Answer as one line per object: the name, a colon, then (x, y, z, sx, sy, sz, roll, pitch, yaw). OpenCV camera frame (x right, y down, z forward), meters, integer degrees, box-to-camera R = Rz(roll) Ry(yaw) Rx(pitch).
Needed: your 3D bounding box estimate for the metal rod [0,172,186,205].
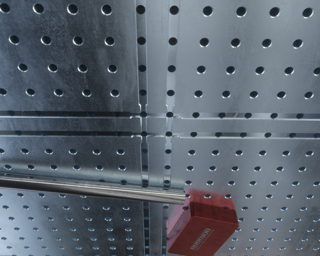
metal rod: (-0.110, 0.097, 0.492, 0.302, 0.025, 0.025, 7, 130, -6)

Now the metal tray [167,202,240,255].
metal tray: (0.076, 0.193, 0.573, 0.091, 0.030, 0.129, 14, 129, -12)
